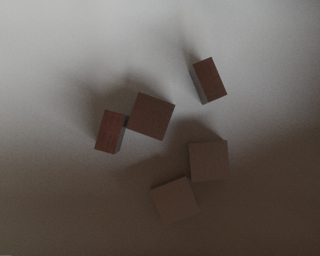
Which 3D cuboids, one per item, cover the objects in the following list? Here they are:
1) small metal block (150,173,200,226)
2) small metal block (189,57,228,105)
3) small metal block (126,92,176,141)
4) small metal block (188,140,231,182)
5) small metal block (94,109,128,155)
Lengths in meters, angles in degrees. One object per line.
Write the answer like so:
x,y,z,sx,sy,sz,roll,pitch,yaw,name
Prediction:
0.020,0.094,0.411,0.050,0.025,0.050,-22,90,0,small metal block
0.060,-0.059,0.399,0.025,0.050,0.050,-23,90,0,small metal block
-0.012,-0.015,0.411,0.050,0.025,0.050,20,90,0,small metal block
0.064,0.043,0.412,0.050,0.025,0.050,-5,90,0,small metal block
-0.061,0.005,0.398,0.025,0.050,0.050,15,90,0,small metal block
